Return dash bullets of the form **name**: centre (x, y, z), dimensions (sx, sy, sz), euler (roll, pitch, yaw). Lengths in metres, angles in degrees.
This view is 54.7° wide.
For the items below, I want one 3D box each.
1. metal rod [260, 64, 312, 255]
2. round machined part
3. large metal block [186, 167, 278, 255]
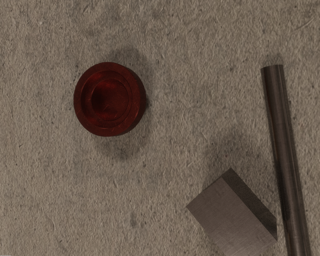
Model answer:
- **metal rod**: centre (0.150, 0.077, 0.356), dimensions (0.025, 0.025, 0.298), euler (-8, 87, 19)
- **round machined part**: centre (-0.064, -0.037, 0.421), dimensions (0.098, 0.042, 0.097), euler (0, 90, 19)
- **large metal block**: centre (0.084, 0.096, 0.350), dimensions (0.050, 0.080, 0.080), euler (-44, 77, 15)
